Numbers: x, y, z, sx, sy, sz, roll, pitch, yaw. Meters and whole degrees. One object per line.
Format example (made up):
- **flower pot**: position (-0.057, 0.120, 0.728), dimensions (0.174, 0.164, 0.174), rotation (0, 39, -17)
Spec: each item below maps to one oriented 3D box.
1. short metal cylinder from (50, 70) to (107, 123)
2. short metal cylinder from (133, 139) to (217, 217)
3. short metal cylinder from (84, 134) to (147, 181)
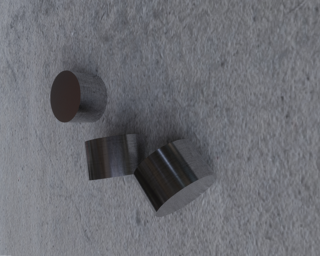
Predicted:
- **short metal cylinder**: position (-0.130, -0.048, 0.493), dimensions (0.080, 0.050, 0.079), rotation (0, 90, 39)
- **short metal cylinder**: position (0.017, 0.057, 0.354), dimensions (0.080, 0.081, 0.050), rotation (-49, 61, 28)
- **short metal cylinder**: position (-0.058, 0.039, 0.415), dimensions (0.080, 0.081, 0.050), rotation (-14, 82, 39)
